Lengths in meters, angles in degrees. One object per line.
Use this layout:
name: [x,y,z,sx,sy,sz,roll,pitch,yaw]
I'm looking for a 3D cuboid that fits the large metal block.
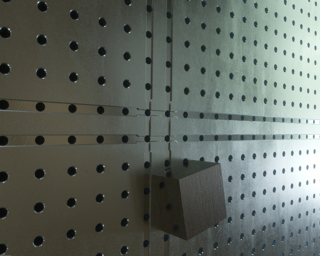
large metal block: [0.043,0.095,0.428,0.081,0.050,0.080,-13,99,-39]
